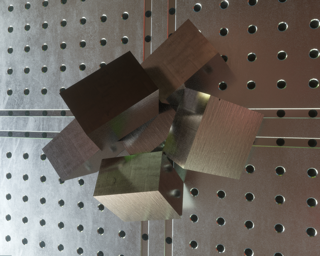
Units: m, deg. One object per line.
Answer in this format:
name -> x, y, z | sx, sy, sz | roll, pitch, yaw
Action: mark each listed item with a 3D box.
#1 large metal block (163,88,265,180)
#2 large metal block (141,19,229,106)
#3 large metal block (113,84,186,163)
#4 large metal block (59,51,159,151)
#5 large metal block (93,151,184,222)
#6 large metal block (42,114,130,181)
large metal block -> 0.060, 0.007, 0.355 | 0.050, 0.081, 0.080 | 31, 104, 59
large metal block -> 0.030, -0.073, 0.373 | 0.080, 0.080, 0.050 | -41, 78, 15
large metal block -> -0.015, -0.011, 0.406 | 0.080, 0.050, 0.080 | -41, 77, 15
large metal block -> -0.049, -0.025, 0.334 | 0.080, 0.080, 0.050 | -34, 78, -9
large metal block -> -0.022, 0.076, 0.384 | 0.080, 0.080, 0.050 | -9, 51, 20
large metal block -> -0.092, 0.022, 0.415 | 0.080, 0.080, 0.050 | -40, 78, 15
